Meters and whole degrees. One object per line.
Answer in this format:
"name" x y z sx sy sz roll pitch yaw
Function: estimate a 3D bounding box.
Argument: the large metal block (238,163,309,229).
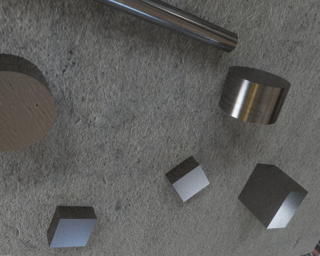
"large metal block" 0.199 0.120 0.555 0.050 0.080 0.079 9 114 -33

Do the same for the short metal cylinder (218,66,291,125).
"short metal cylinder" 0.124 -0.045 0.411 0.081 0.080 0.050 -2 120 -27

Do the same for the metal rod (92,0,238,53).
"metal rod" -0.037 -0.128 0.307 0.302 0.025 0.025 10 114 -33

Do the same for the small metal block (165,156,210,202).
"small metal block" 0.043 0.079 0.479 0.050 0.025 0.050 -35 129 -6

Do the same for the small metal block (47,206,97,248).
"small metal block" -0.121 0.135 0.424 0.050 0.025 0.050 12 112 -33

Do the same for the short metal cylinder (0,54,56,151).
"short metal cylinder" -0.146 -0.025 0.296 0.081 0.050 0.079 -14 124 -21
